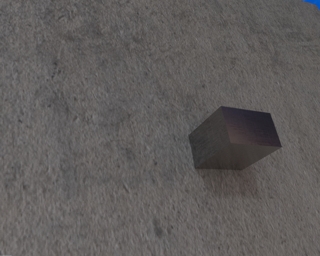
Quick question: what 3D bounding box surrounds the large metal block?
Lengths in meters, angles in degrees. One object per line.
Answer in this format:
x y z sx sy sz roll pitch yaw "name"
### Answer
0.096 0.017 0.412 0.081 0.080 0.050 6 59 -26 "large metal block"
